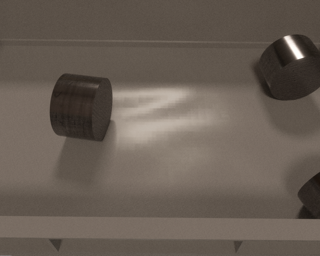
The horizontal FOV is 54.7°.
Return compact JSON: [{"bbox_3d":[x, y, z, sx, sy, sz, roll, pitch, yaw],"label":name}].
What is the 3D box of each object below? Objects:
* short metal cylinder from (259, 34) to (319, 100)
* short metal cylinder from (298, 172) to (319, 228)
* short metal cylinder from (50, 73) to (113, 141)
[{"bbox_3d":[0.190,-0.085,0.444,0.081,0.080,0.050,-5,50,-5],"label":"short metal cylinder"},{"bbox_3d":[0.191,0.071,0.313,0.081,0.080,0.050,-15,52,-13],"label":"short metal cylinder"},{"bbox_3d":[-0.096,-0.026,0.390,0.050,0.080,0.080,8,51,6],"label":"short metal cylinder"}]
